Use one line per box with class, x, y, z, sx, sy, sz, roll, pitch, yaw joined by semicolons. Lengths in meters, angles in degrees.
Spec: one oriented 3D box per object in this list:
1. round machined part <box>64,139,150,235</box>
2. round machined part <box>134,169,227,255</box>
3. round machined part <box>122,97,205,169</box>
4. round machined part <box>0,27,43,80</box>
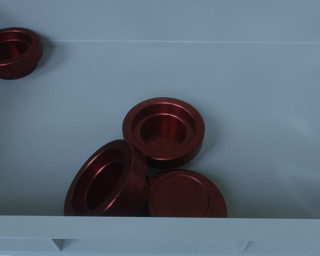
round machined part;-0.049;0.063;0.319;0.098;0.042;0.098;-31;34;25
round machined part;0.021;0.084;0.324;0.099;0.042;0.098;0;50;0
round machined part;0.004;0.010;0.385;0.099;0.042;0.098;0;50;0
round machined part;-0.234;-0.113;0.487;0.099;0.042;0.098;0;50;0
